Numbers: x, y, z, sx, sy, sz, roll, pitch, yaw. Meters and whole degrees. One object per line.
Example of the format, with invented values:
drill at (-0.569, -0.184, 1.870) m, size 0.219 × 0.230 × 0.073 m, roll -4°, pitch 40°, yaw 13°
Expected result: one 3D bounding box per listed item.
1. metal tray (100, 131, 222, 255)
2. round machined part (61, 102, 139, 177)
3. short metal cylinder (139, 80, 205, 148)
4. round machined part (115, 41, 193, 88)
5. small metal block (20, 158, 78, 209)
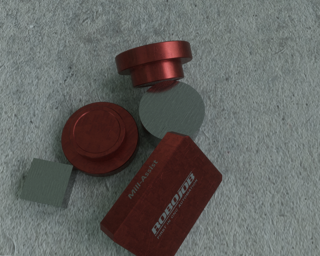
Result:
metal tray at (0.007, 0.080, 0.346) m, size 0.030 × 0.090 × 0.130 m, roll 15°, pitch 63°, yaw 51°
round machined part at (-0.076, 0.010, 0.394) m, size 0.099 × 0.042 × 0.098 m, roll 0°, pitch 70°, yaw -1°
short metal cylinder at (0.015, -0.014, 0.400) m, size 0.081 × 0.050 × 0.080 m, roll 0°, pitch 70°, yaw 0°
round machined part at (-0.006, -0.079, 0.403) m, size 0.099 × 0.098 × 0.042 m, roll -12°, pitch 94°, yaw -5°
small metal block at (-0.135, 0.068, 0.382) m, size 0.050 × 0.025 × 0.050 m, roll 11°, pitch 71°, yaw 3°
